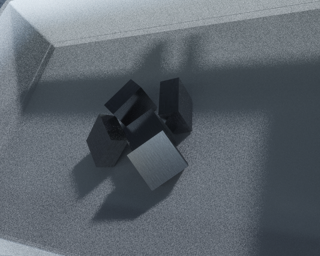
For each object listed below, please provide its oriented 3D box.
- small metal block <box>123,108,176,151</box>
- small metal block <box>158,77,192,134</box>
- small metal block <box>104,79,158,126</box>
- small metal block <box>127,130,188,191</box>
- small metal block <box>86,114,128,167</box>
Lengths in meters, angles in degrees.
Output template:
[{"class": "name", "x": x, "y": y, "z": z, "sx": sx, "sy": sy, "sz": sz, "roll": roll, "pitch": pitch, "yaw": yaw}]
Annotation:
[{"class": "small metal block", "x": -0.016, "y": 0.011, "z": 0.403, "sx": 0.050, "sy": 0.025, "sz": 0.050, "roll": -36, "pitch": 51, "yaw": 4}, {"class": "small metal block", "x": 0.021, "y": -0.027, "z": 0.391, "sx": 0.025, "sy": 0.050, "sz": 0.050, "roll": -10, "pitch": 57, "yaw": 21}, {"class": "small metal block", "x": -0.039, "y": -0.030, "z": 0.424, "sx": 0.050, "sy": 0.050, "sz": 0.025, "roll": -45, "pitch": 51, "yaw": -3}, {"class": "small metal block", "x": -0.002, "y": 0.037, "z": 0.364, "sx": 0.050, "sy": 0.025, "sz": 0.050, "roll": -35, "pitch": 88, "yaw": 4}, {"class": "small metal block", "x": -0.072, "y": 0.017, "z": 0.414, "sx": 0.050, "sy": 0.025, "sz": 0.050, "roll": -58, "pitch": 45, "yaw": 29}]
